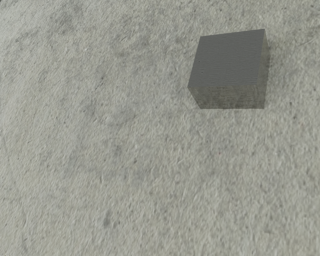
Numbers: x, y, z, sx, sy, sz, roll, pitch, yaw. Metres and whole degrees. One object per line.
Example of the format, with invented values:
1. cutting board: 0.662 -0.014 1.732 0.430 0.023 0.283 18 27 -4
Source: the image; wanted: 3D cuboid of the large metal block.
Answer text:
1. large metal block: 0.088 -0.071 0.384 0.080 0.050 0.080 2 62 28
